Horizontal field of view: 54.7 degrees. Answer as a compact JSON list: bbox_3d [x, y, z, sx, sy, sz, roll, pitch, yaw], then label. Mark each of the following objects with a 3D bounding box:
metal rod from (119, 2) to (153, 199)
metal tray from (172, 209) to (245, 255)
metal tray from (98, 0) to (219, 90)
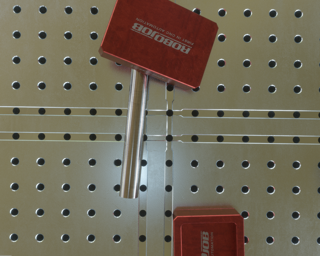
[{"bbox_3d":[-0.028,-0.058,0.412,0.025,0.025,0.298,5,90,0],"label":"metal rod"},{"bbox_3d":[0.064,0.176,0.411,0.091,0.030,0.129,-1,90,0],"label":"metal tray"},{"bbox_3d":[0.000,-0.112,0.390,0.131,0.030,0.090,19,86,-17],"label":"metal tray"}]
